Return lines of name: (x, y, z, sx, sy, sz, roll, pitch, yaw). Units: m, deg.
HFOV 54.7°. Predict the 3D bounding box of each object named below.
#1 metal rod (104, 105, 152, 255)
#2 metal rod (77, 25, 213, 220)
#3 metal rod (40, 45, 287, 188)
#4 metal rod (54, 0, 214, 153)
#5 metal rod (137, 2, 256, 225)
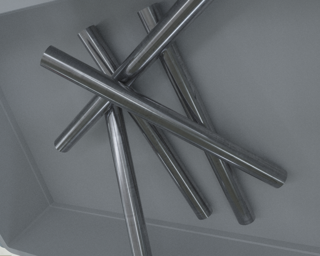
metal rod: (-0.038, 0.095, 0.405, 0.025, 0.025, 0.298, -15, 85, 34)
metal rod: (-0.013, 0.002, 0.416, 0.025, 0.025, 0.299, -23, 107, 36)
metal rod: (0.012, -0.008, 0.350, 0.301, 0.025, 0.025, 28, 130, -8)
metal rod: (-0.049, -0.051, 0.365, 0.025, 0.025, 0.299, 47, 126, -5)
metal rod: (0.052, -0.003, 0.378, 0.025, 0.025, 0.299, -16, 111, 34)
